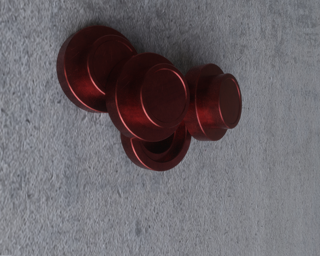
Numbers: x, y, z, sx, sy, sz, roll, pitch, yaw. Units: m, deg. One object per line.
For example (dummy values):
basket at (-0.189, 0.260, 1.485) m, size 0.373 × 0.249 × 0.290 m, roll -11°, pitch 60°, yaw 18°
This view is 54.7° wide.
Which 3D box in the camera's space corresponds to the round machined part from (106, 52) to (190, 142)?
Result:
round machined part at (-0.006, -0.034, 0.337) m, size 0.099 × 0.042 × 0.097 m, roll 0°, pitch 90°, yaw -40°

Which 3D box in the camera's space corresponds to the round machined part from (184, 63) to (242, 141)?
round machined part at (0.070, -0.032, 0.388) m, size 0.099 × 0.042 × 0.097 m, roll 3°, pitch 87°, yaw -53°

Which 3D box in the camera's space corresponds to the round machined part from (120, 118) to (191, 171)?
round machined part at (-0.009, 0.004, 0.389) m, size 0.099 × 0.042 × 0.097 m, roll 0°, pitch 90°, yaw -40°

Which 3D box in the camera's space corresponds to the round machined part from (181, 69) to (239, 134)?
round machined part at (0.081, -0.040, 0.465) m, size 0.099 × 0.042 × 0.097 m, roll 0°, pitch 90°, yaw -40°

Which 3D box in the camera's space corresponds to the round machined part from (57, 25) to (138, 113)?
round machined part at (-0.059, -0.066, 0.346) m, size 0.099 × 0.042 × 0.097 m, roll 0°, pitch 90°, yaw -40°
